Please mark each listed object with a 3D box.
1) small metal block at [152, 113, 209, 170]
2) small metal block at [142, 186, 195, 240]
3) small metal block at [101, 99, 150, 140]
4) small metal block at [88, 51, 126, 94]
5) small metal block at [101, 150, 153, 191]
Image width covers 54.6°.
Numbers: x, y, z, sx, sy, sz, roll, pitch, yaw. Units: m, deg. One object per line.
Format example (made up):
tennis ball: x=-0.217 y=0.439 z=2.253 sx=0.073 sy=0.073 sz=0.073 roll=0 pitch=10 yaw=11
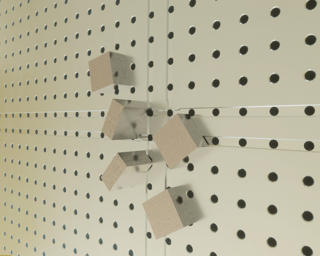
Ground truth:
small metal block: x=0.025 y=0.017 z=0.390 sx=0.050 sy=0.025 sz=0.050 roll=-43 pitch=64 yaw=31
small metal block: x=0.010 y=0.110 z=0.402 sx=0.050 sy=0.025 sz=0.050 roll=-37 pitch=67 yaw=34
small metal block: x=-0.048 y=-0.012 z=0.434 sx=0.025 sy=0.050 sz=0.050 roll=36 pitch=112 yaw=34
small metal block: x=-0.082 y=-0.084 z=0.479 sx=0.050 sy=0.025 sz=0.050 roll=-14 pitch=81 yaw=39
small metal block: x=-0.046 y=0.059 z=0.432 sx=0.025 sy=0.050 sz=0.050 roll=51 pitch=120 yaw=28
